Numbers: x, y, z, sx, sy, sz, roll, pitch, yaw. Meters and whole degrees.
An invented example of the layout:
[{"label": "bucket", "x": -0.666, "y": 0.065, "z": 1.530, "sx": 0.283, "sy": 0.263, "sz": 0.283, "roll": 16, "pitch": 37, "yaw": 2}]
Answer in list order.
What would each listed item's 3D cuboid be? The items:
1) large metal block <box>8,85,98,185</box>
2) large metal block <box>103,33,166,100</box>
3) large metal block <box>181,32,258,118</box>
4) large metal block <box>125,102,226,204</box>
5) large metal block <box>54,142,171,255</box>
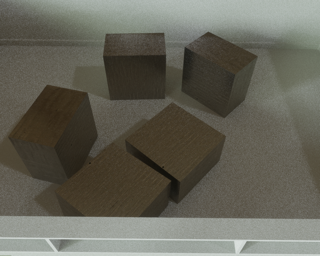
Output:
[{"label": "large metal block", "x": -0.117, "y": 0.010, "z": 0.360, "sx": 0.050, "sy": 0.080, "sz": 0.080, "roll": 12, "pitch": 51, "yaw": 9}, {"label": "large metal block", "x": -0.033, "y": -0.086, "z": 0.441, "sx": 0.081, "sy": 0.080, "sz": 0.050, "roll": -2, "pitch": 50, "yaw": -2}, {"label": "large metal block", "x": 0.079, "y": -0.074, "z": 0.433, "sx": 0.080, "sy": 0.080, "sz": 0.050, "roll": 36, "pitch": 59, "yaw": 26}, {"label": "large metal block", "x": 0.018, "y": 0.027, "z": 0.366, "sx": 0.080, "sy": 0.050, "sz": 0.080, "roll": 35, "pitch": 58, "yaw": 25}, {"label": "large metal block", "x": -0.046, "y": 0.074, "z": 0.323, "sx": 0.080, "sy": 0.050, "sz": 0.080, "roll": 31, "pitch": 52, "yaw": 23}]
